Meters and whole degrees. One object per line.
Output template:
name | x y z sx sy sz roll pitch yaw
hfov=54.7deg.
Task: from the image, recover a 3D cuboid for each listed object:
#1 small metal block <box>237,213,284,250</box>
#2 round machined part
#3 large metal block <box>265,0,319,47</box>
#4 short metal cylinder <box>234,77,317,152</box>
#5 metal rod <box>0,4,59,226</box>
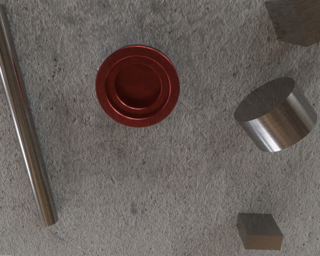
small metal block | 0.145 0.151 0.454 0.050 0.050 0.025 2 110 -1
round machined part | -0.026 -0.053 0.381 0.099 0.042 0.097 0 110 -1
large metal block | 0.172 -0.132 0.334 0.080 0.080 0.050 -25 109 8
short metal cylinder | 0.139 -0.017 0.376 0.080 0.080 0.050 -38 106 12
metal rod | -0.177 -0.001 0.406 0.025 0.025 0.298 -5 110 1
